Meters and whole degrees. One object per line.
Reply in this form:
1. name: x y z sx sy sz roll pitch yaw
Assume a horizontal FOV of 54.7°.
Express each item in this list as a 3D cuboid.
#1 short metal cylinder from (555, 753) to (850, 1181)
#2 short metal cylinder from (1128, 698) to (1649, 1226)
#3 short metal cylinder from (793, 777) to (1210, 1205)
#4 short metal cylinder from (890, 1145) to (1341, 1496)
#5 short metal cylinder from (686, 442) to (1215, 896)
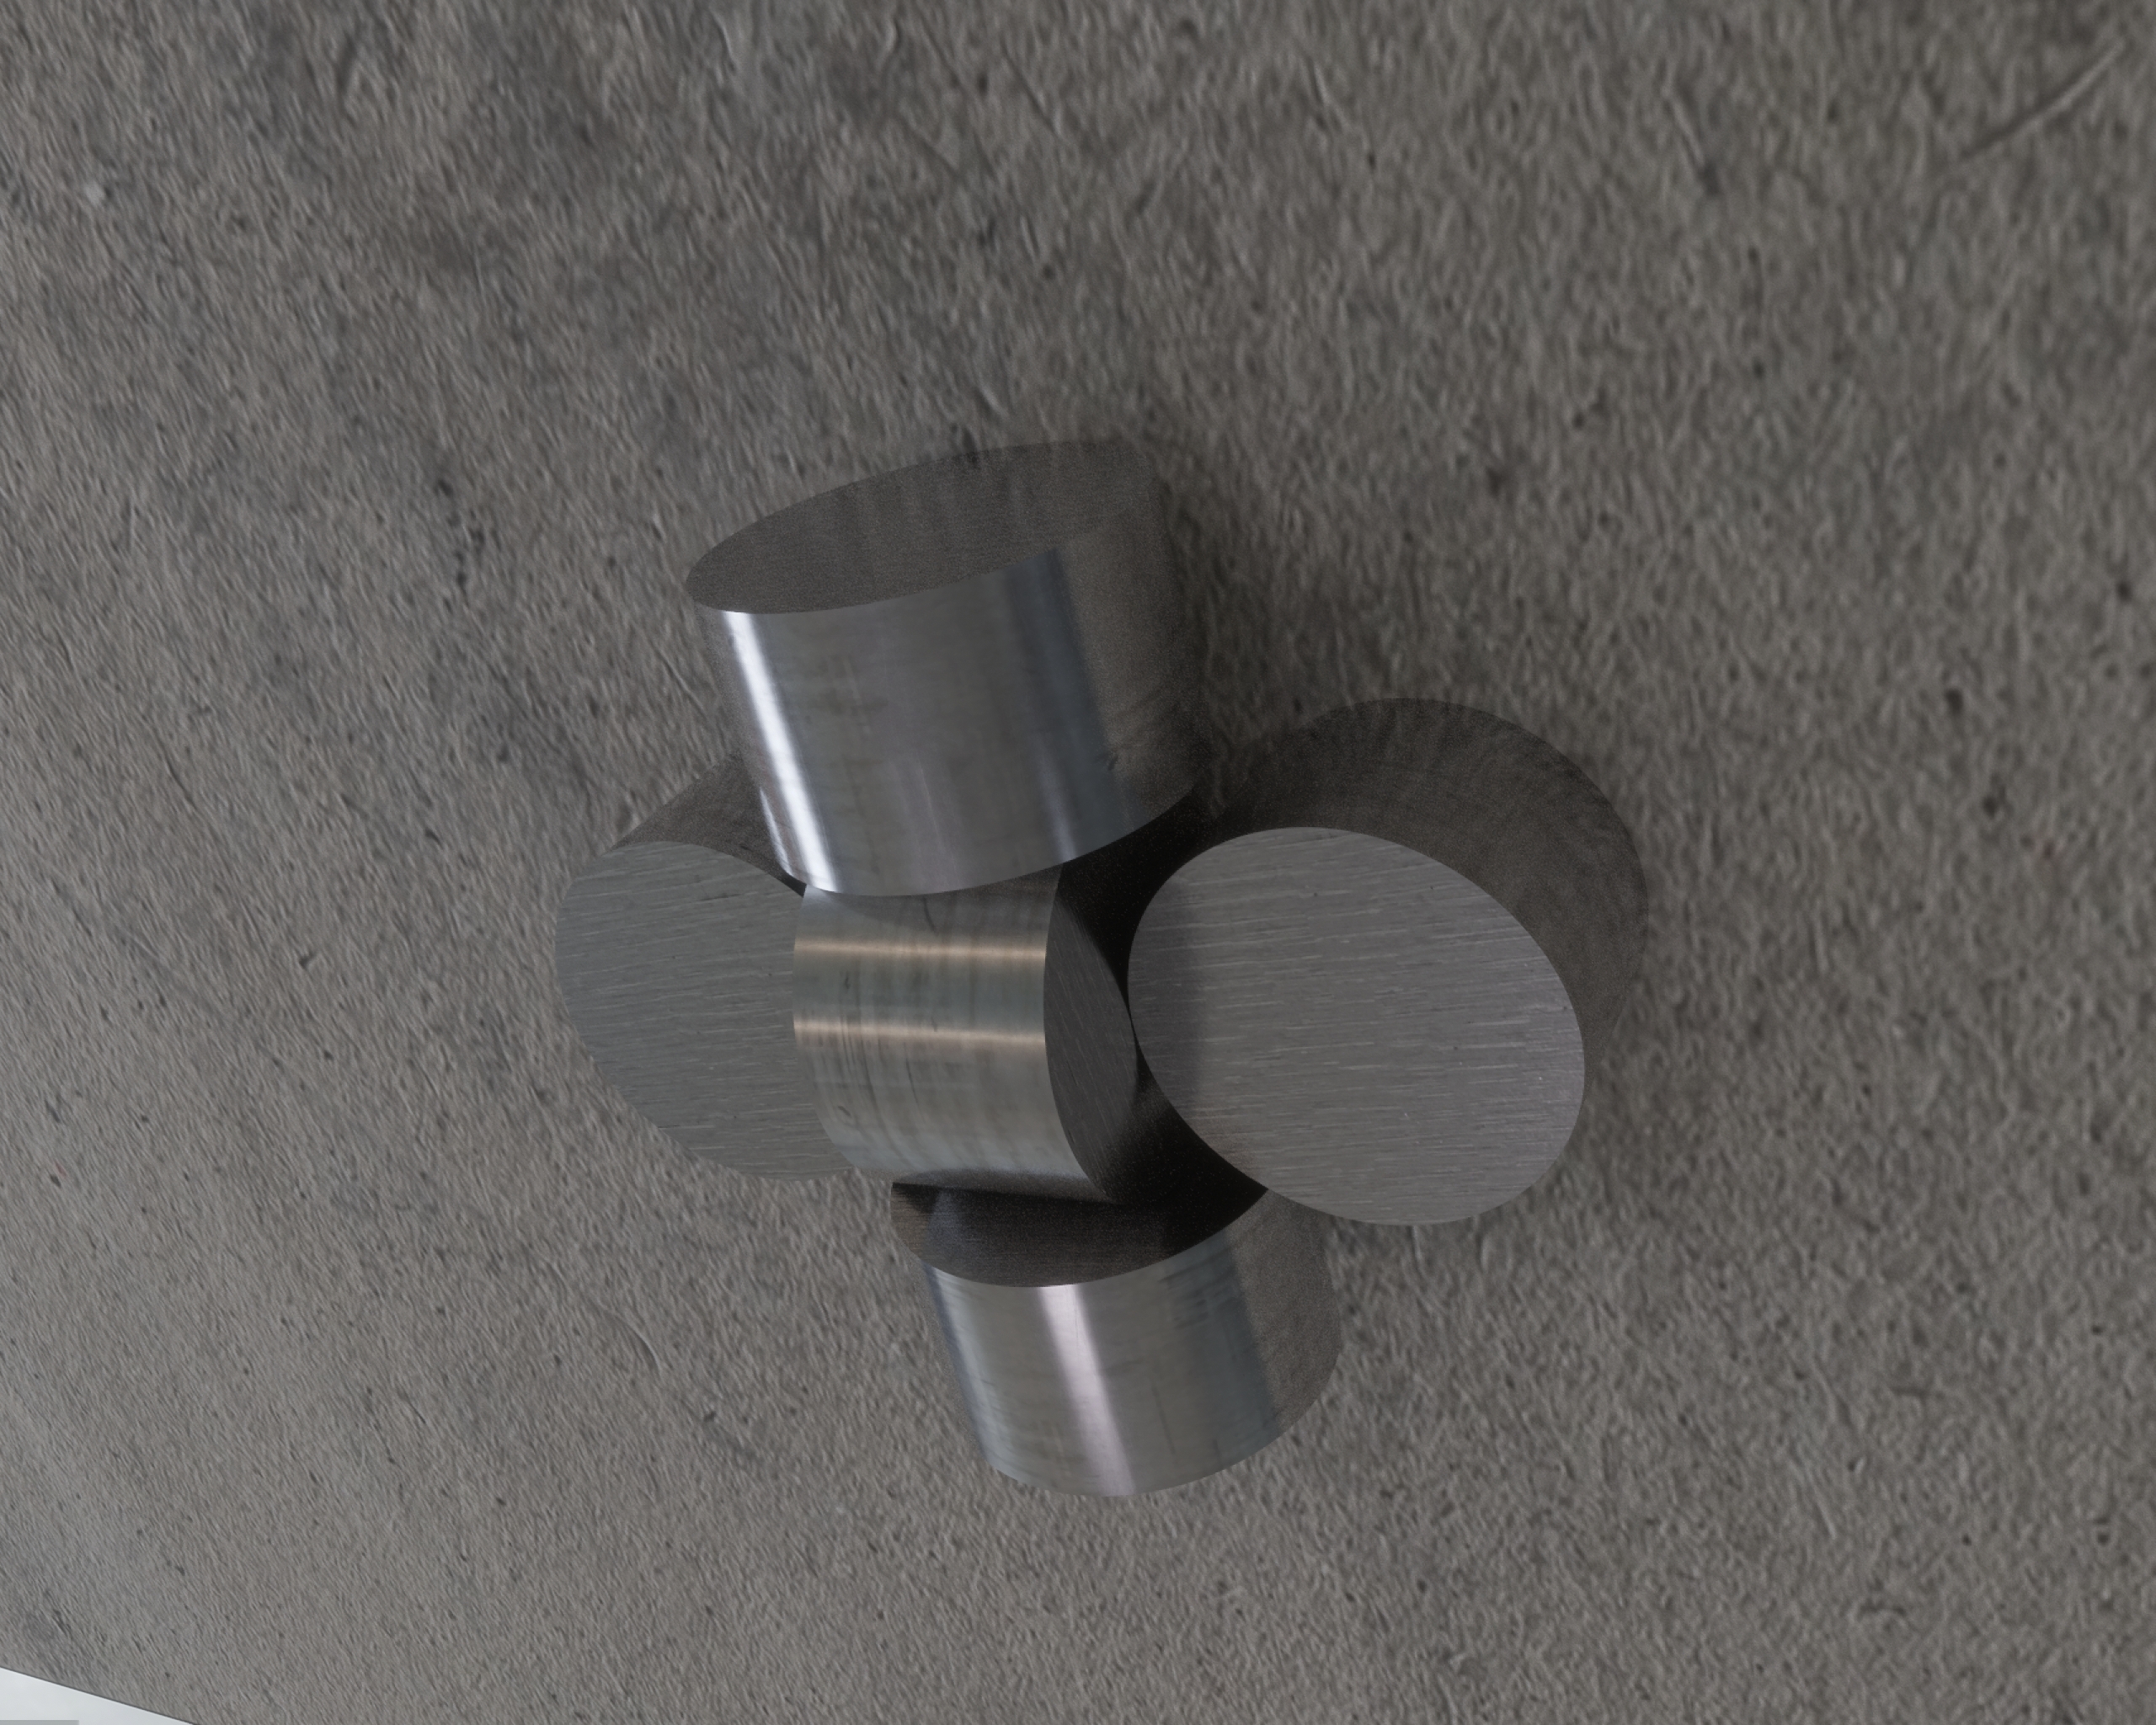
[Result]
1. short metal cylinder: -0.060 0.019 0.434 0.080 0.050 0.079 13 124 21
2. short metal cylinder: 0.056 0.017 0.372 0.080 0.050 0.079 13 124 21
3. short metal cylinder: -0.009 0.022 0.389 0.050 0.080 0.080 1 119 28
4. short metal cylinder: 0.008 0.079 0.416 0.080 0.080 0.050 0 118 28
5. short metal cylinder: -0.021 -0.035 0.360 0.080 0.080 0.050 0 118 28
